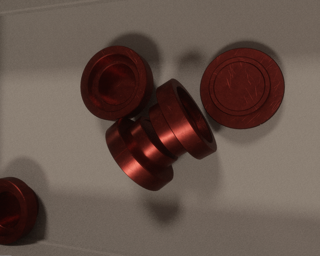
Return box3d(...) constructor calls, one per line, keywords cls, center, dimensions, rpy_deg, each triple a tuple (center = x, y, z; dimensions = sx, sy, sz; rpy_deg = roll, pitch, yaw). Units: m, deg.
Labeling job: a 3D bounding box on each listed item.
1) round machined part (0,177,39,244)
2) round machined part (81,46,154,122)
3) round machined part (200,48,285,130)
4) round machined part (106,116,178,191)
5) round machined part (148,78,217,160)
box3d(cls="round machined part", center=(-0.230, 0.124, 0.480), dimensions=(0.098, 0.042, 0.097), rpy_deg=(0, 90, 19))
box3d(cls="round machined part", center=(-0.053, -0.056, 0.416), dimensions=(0.098, 0.042, 0.097), rpy_deg=(-2, 84, 21))
box3d(cls="round machined part", center=(0.096, -0.047, 0.368), dimensions=(0.098, 0.042, 0.097), rpy_deg=(0, 90, 19))
box3d(cls="round machined part", center=(-0.016, 0.024, 0.376), dimensions=(0.042, 0.098, 0.098), rpy_deg=(-41, 78, 15))
box3d(cls="round machined part", center=(0.023, -0.006, 0.363), dimensions=(0.042, 0.098, 0.098), rpy_deg=(-31, 80, 17))
